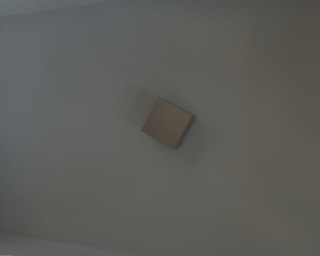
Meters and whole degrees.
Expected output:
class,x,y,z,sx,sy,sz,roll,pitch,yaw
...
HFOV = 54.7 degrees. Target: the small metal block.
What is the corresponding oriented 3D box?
class,x,y,z,sx,sy,sz,roll,pitch,yaw
small metal block,0.012,-0.006,0.406,0.050,0.025,0.050,31,100,17
